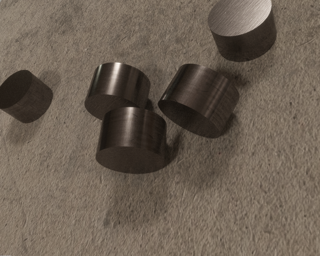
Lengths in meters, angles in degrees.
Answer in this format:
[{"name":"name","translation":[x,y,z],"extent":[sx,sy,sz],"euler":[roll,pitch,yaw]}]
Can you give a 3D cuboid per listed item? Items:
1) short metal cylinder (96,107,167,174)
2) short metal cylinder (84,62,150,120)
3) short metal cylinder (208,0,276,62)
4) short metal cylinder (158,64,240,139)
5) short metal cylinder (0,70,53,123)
[{"name":"short metal cylinder","translation":[-0.033,0.018,0.374],"extent":[0.080,0.080,0.050],"euler":[-10,58,23]},{"name":"short metal cylinder","translation":[-0.057,-0.044,0.424],"extent":[0.080,0.080,0.050],"euler":[-4,60,26]},{"name":"short metal cylinder","translation":[0.110,-0.135,0.413],"extent":[0.080,0.050,0.080],"euler":[-13,56,20]},{"name":"short metal cylinder","translation":[0.045,-0.030,0.363],"extent":[0.080,0.080,0.050],"euler":[20,73,35]},{"name":"short metal cylinder","translation":[-0.238,-0.055,0.543],"extent":[0.080,0.050,0.080],"euler":[-13,56,20]}]
